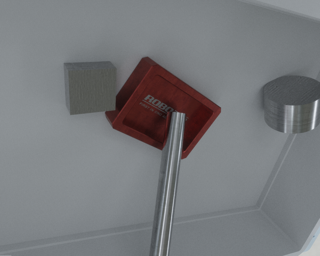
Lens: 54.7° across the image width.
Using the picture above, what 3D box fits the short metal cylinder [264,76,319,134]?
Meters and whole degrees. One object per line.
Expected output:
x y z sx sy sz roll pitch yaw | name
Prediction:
0.197 -0.036 0.461 0.081 0.080 0.050 -25 128 -13 | short metal cylinder

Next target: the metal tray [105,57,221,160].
0.008 -0.020 0.398 0.131 0.030 0.090 27 103 -38 | metal tray

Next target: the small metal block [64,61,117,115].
-0.076 -0.045 0.340 0.050 0.025 0.050 -8 122 -25 | small metal block

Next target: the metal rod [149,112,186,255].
0.003 0.129 0.390 0.025 0.025 0.298 9 87 -33 | metal rod
